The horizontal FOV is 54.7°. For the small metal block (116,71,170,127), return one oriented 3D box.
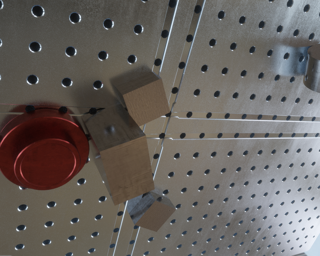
[{"bbox_3d":[-0.020,-0.035,0.380,0.050,0.025,0.050,-26,128,-13],"label":"small metal block"}]

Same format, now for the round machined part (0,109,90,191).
[{"bbox_3d":[-0.128,0.031,0.350,0.099,0.042,0.097,-14,125,-21],"label":"round machined part"}]

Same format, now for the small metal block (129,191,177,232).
[{"bbox_3d":[-0.011,0.132,0.488,0.050,0.025,0.050,34,99,-39],"label":"small metal block"}]

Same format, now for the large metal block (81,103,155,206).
[{"bbox_3d":[-0.050,0.029,0.368,0.050,0.080,0.079,-20,126,-17],"label":"large metal block"}]

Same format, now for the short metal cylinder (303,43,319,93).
[{"bbox_3d":[0.263,-0.091,0.466,0.081,0.080,0.050,-21,127,-17],"label":"short metal cylinder"}]
